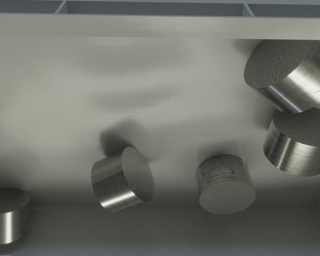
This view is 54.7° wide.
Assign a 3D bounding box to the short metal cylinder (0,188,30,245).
[{"bbox_3d":[-0.243,0.133,0.475,0.081,0.080,0.050,5,105,-4],"label":"short metal cylinder"}]

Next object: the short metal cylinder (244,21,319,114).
[{"bbox_3d":[0.136,-0.062,0.321,0.050,0.080,0.080,33,123,-25],"label":"short metal cylinder"}]

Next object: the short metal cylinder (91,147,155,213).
[{"bbox_3d":[-0.050,0.072,0.434,0.050,0.080,0.080,-25,126,19],"label":"short metal cylinder"}]

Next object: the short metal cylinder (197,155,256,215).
[{"bbox_3d":[0.097,0.086,0.467,0.081,0.050,0.079,0,130,0],"label":"short metal cylinder"}]

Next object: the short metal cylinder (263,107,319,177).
[{"bbox_3d":[0.176,0.014,0.386,0.081,0.080,0.050,1,130,-1],"label":"short metal cylinder"}]
